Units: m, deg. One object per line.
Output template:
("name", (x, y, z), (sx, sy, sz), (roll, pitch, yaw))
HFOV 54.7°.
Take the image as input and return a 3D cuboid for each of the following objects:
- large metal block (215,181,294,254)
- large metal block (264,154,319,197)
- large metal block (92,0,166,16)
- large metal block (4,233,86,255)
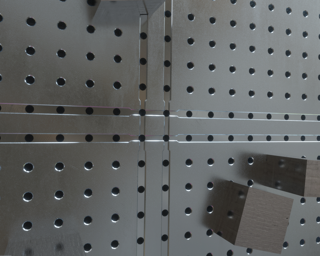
("large metal block", (0.137, 0.129, 0.452), (0.081, 0.050, 0.080), (18, 84, -20))
("large metal block", (0.219, 0.071, 0.467), (0.081, 0.080, 0.050), (7, 88, -20))
("large metal block", (-0.044, -0.189, 0.384), (0.081, 0.050, 0.079), (-10, 94, -20))
("large metal block", (-0.125, 0.158, 0.338), (0.081, 0.080, 0.050), (-1, 91, -20))
